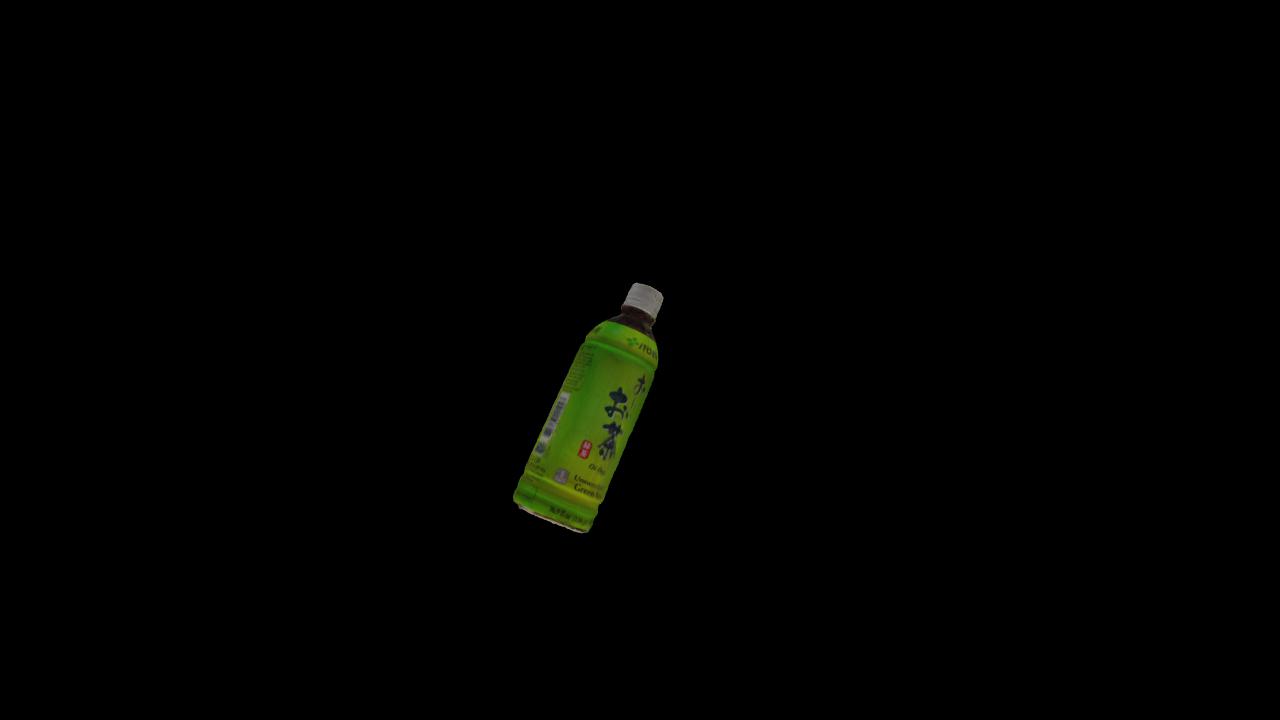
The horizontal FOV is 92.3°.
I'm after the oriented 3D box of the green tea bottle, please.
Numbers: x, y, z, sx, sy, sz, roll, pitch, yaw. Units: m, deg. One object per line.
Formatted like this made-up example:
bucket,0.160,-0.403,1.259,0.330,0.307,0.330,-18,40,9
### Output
green tea bottle,-0.034,0.033,0.517,0.073,0.212,0.073,21,-11,4
